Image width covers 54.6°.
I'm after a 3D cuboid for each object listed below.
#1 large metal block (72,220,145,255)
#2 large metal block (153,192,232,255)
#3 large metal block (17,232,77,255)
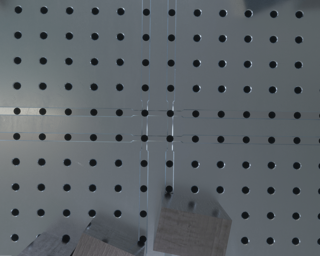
[{"bbox_3d":[-0.073,0.179,0.401,0.080,0.050,0.080,24,90,0],"label":"large metal block"},{"bbox_3d":[0.037,0.120,0.386,0.080,0.080,0.050,11,90,0],"label":"large metal block"},{"bbox_3d":[-0.150,0.188,0.385,0.050,0.080,0.080,20,90,0],"label":"large metal block"}]
